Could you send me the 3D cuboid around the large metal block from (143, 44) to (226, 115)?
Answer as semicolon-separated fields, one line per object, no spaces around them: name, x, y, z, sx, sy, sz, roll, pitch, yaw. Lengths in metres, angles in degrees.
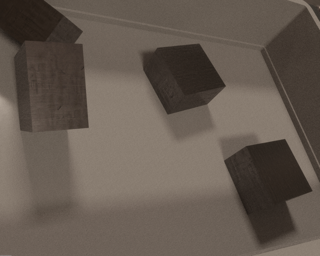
large metal block;0.035;-0.074;0.455;0.081;0.050;0.080;-16;70;-35

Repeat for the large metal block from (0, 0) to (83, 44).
large metal block;-0.147;-0.125;0.360;0.080;0.080;0.050;37;95;-4

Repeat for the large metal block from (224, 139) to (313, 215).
large metal block;0.150;0.066;0.432;0.081;0.050;0.080;-7;65;-32

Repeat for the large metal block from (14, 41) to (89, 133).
large metal block;-0.113;-0.038;0.315;0.050;0.080;0.079;-5;93;-31
